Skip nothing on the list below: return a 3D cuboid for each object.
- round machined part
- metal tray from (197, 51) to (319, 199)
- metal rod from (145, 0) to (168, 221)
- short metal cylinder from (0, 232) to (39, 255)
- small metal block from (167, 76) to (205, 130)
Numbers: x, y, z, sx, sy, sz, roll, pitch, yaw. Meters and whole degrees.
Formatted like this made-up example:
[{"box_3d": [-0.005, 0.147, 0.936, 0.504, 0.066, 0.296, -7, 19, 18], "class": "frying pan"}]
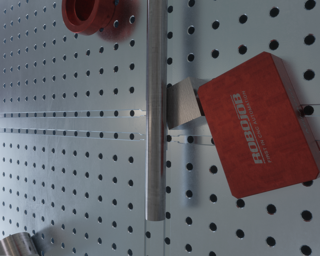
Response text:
[{"box_3d": [-0.109, -0.195, 0.488, 0.098, 0.042, 0.097, 0, 90, 40], "class": "round machined part"}, {"box_3d": [0.100, -0.001, 0.323, 0.090, 0.030, 0.129, -27, 73, 36], "class": "metal tray"}, {"box_3d": [-0.004, -0.039, 0.380, 0.025, 0.025, 0.298, 0, 90, 40], "class": "metal rod"}, {"box_3d": [-0.287, 0.252, 0.611, 0.050, 0.081, 0.080, 51, 120, 27], "class": "short metal cylinder"}, {"box_3d": [0.031, -0.029, 0.384, 0.050, 0.025, 0.050, -24, 75, 37], "class": "small metal block"}]
